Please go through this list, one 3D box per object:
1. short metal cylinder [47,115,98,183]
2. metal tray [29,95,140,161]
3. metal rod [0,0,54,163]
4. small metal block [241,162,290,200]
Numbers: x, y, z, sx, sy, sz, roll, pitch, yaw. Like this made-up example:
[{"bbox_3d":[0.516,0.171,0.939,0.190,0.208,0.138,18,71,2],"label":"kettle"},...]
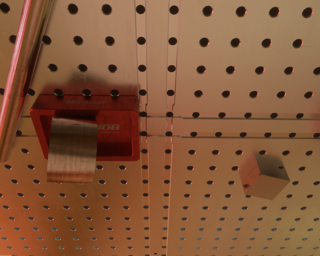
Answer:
[{"bbox_3d":[-0.106,0.027,0.375,0.050,0.080,0.079,5,131,-17],"label":"short metal cylinder"},{"bbox_3d":[-0.092,0.002,0.409,0.131,0.030,0.089,1,130,-1],"label":"metal tray"},{"bbox_3d":[-0.161,-0.062,0.357,0.025,0.025,0.298,21,127,-17],"label":"metal rod"},{"bbox_3d":[0.164,0.084,0.485,0.050,0.025,0.050,14,129,-12],"label":"small metal block"}]
